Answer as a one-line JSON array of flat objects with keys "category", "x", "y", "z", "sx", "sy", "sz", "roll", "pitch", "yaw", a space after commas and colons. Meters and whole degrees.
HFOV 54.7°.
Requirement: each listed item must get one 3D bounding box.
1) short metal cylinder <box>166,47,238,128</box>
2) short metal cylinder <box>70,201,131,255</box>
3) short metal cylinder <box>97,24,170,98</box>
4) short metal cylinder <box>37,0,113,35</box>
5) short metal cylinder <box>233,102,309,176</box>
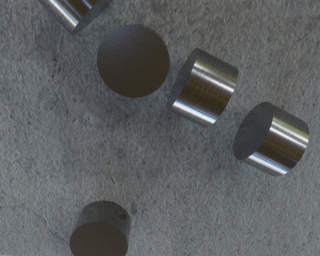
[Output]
[{"category": "short metal cylinder", "x": 0.047, "y": -0.047, "z": 0.364, "sx": 0.050, "sy": 0.080, "sz": 0.080, "roll": 25, "pitch": 108, "yaw": -9}, {"category": "short metal cylinder", "x": -0.085, "y": 0.154, "z": 0.452, "sx": 0.081, "sy": 0.050, "sz": 0.079, "roll": 0, "pitch": 110, "yaw": -1}, {"category": "short metal cylinder", "x": -0.030, "y": -0.081, "z": 0.366, "sx": 0.081, "sy": 0.050, "sz": 0.079, "roll": 0, "pitch": 110, "yaw": -1}, {"category": "short metal cylinder", "x": -0.083, "y": -0.145, "z": 0.326, "sx": 0.080, "sy": 0.080, "sz": 0.050, "roll": -41, "pitch": 106, "yaw": 13}, {"category": "short metal cylinder", "x": 0.136, "y": 0.014, "z": 0.388, "sx": 0.050, "sy": 0.080, "sz": 0.080, "roll": 26, "pitch": 108, "yaw": -10}]
